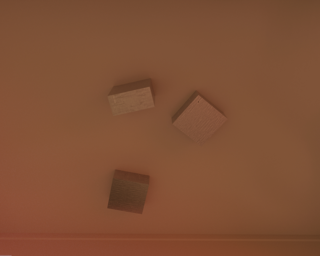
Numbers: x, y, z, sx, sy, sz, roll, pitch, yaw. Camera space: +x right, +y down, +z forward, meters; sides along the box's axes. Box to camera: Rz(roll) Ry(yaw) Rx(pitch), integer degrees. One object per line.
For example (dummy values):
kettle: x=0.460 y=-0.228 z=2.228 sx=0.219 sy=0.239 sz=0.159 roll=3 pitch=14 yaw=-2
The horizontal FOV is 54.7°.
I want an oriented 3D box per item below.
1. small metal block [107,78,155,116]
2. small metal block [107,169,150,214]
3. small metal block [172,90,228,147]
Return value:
small metal block: x=-0.034 y=-0.039 z=0.383 sx=0.050 sy=0.050 sz=0.025 roll=-12 pitch=110 yaw=4
small metal block: x=-0.045 y=0.092 z=0.445 sx=0.050 sy=0.025 sz=0.050 roll=11 pitch=110 yaw=-5
small metal block: x=0.051 y=-0.013 z=0.407 sx=0.050 sy=0.025 sz=0.050 roll=38 pitch=105 yaw=-13
